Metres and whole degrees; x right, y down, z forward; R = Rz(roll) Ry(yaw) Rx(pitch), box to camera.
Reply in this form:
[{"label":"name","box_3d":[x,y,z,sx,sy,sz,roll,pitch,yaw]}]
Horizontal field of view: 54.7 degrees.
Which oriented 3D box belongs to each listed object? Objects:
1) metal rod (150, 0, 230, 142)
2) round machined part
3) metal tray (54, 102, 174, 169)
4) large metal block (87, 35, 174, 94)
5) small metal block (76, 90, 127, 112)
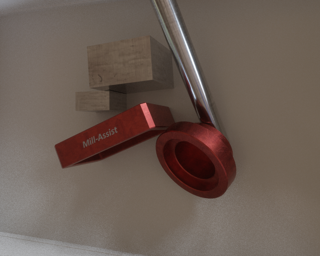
[{"label":"metal rod","box_3d":[0.016,-0.103,0.327,0.025,0.025,0.299,-17,115,19]},{"label":"round machined part","box_3d":[0.046,0.032,0.367,0.098,0.042,0.097,27,140,26]},{"label":"metal tray","box_3d":[-0.053,0.010,0.393,0.130,0.090,0.030,-24,82,18]},{"label":"large metal block","box_3d":[-0.034,-0.075,0.392,0.080,0.080,0.050,-4,89,19]},{"label":"small metal block","box_3d":[-0.079,-0.035,0.424,0.050,0.050,0.025,0,90,19]}]
